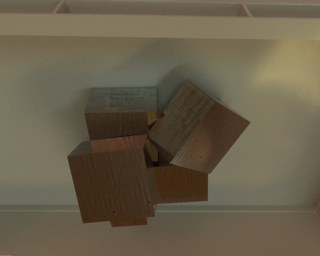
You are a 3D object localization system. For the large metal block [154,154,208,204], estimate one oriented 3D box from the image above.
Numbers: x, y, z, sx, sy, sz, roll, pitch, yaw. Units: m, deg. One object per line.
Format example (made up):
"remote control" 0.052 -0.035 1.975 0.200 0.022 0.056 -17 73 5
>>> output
"large metal block" 0.025 0.062 0.441 0.080 0.050 0.080 -4 130 3

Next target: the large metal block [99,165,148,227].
"large metal block" -0.047 0.082 0.440 0.050 0.080 0.080 -5 130 4

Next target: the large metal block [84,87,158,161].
"large metal block" -0.043 -0.003 0.388 0.081 0.050 0.079 -1 130 0

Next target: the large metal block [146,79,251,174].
"large metal block" 0.045 0.002 0.359 0.080 0.050 0.080 22 108 -47

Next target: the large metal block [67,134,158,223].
"large metal block" -0.049 0.056 0.352 0.080 0.050 0.079 -7 105 6
